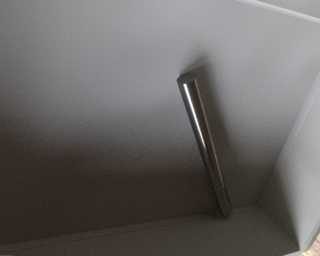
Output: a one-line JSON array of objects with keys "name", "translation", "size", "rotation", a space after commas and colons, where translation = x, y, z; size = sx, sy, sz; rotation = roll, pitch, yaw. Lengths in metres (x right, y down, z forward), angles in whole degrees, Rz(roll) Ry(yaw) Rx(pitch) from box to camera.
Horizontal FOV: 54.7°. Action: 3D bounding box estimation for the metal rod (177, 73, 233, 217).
[{"name": "metal rod", "translation": [0.078, 0.046, 0.481], "size": [0.025, 0.025, 0.299], "rotation": [-30, 129, -10]}]
